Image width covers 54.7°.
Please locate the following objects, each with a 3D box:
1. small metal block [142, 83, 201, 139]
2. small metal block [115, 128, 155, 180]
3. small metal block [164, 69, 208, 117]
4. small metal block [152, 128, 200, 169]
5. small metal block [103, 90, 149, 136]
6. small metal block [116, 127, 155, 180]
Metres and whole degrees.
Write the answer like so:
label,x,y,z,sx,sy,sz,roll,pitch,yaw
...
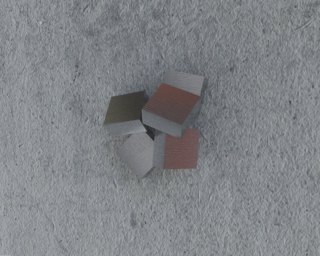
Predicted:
label,x,y,z,sx,sy,sz,roll,pitch,yaw
small metal block,0.014,-0.021,0.364,0.050,0.025,0.050,23,54,18
small metal block,-0.022,0.033,0.417,0.050,0.025,0.050,-46,76,14
small metal block,0.030,-0.045,0.399,0.050,0.025,0.050,15,95,19
small metal block,0.020,0.024,0.387,0.025,0.050,0.050,6,92,58
small metal block,-0.042,-0.019,0.411,0.050,0.025,0.050,-8,50,19
small metal block,-0.022,0.033,0.417,0.050,0.025,0.050,-46,76,14
